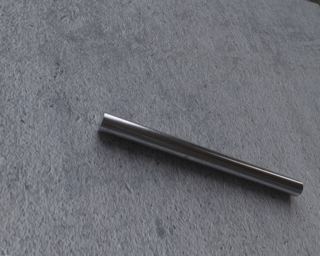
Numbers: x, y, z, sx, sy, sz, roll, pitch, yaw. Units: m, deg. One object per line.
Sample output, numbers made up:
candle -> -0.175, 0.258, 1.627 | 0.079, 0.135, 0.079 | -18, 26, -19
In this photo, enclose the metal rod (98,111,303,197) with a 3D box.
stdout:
metal rod -> 0.066, 0.041, 0.414 | 0.302, 0.025, 0.025 | 20, 54, -17
